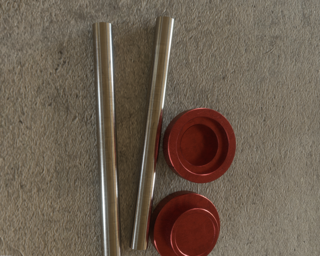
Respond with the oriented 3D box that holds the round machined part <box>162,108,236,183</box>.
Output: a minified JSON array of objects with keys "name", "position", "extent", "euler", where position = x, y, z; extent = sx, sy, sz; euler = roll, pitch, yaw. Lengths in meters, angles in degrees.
[{"name":"round machined part","position":[0.049,0.023,0.418],"extent":[0.099,0.042,0.097],"euler":[0,90,-20]}]

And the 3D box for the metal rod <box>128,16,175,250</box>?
[{"name":"metal rod","position":[-0.010,0.005,0.405],"extent":[0.025,0.025,0.298],"euler":[8,87,-20]}]

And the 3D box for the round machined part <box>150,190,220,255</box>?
[{"name":"round machined part","position":[0.039,0.136,0.415],"extent":[0.099,0.042,0.097],"euler":[0,90,-20]}]

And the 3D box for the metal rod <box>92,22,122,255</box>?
[{"name":"metal rod","position":[-0.065,0.022,0.385],"extent":[0.025,0.025,0.298],"euler":[-2,91,-20]}]
